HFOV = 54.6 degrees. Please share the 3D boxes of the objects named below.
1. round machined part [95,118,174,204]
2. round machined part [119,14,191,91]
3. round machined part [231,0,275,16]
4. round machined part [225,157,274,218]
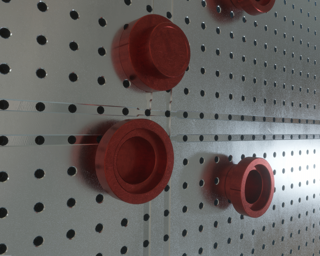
[{"bbox_3d":[-0.033,0.038,0.369,0.099,0.042,0.097,0,90,-40],"label":"round machined part"},{"bbox_3d":[0.001,-0.097,0.397,0.099,0.042,0.097,0,90,-40],"label":"round machined part"},{"bbox_3d":[0.152,-0.239,0.523,0.099,0.042,0.097,0,90,-40],"label":"round machined part"},{"bbox_3d":[0.147,0.097,0.520,0.099,0.042,0.097,0,90,-40],"label":"round machined part"}]
